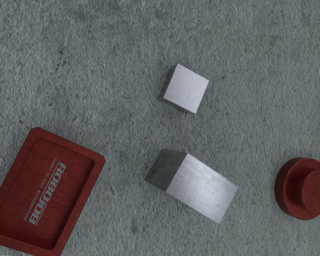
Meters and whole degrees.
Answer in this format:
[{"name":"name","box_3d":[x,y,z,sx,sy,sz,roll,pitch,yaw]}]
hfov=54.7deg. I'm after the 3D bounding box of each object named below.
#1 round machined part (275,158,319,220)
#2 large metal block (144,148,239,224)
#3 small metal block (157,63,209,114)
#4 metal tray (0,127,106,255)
[{"name":"round machined part","box_3d":[0.234,0.097,0.487,0.099,0.042,0.097,0,90,-20]},{"name":"large metal block","box_3d":[0.037,0.070,0.394,0.080,0.080,0.050,34,79,-17]},{"name":"small metal block","box_3d":[0.031,-0.052,0.421,0.050,0.025,0.050,25,82,-19]},{"name":"metal tray","box_3d":[-0.132,0.074,0.357,0.090,0.030,0.130,27,81,-18]}]
